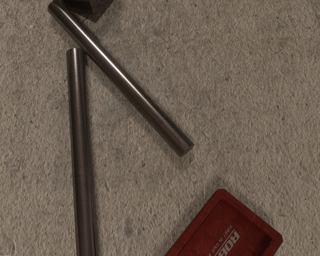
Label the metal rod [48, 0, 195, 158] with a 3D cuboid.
[{"bbox_3d":[-0.063,-0.078,0.435,0.025,0.025,0.300,-39,75,-13],"label":"metal rod"}]

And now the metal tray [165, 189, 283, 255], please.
[{"bbox_3d":[0.064,0.147,0.352,0.090,0.030,0.130,39,74,12],"label":"metal tray"}]

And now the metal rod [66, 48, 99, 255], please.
[{"bbox_3d":[-0.100,0.031,0.395,0.025,0.025,0.299,-8,70,-3],"label":"metal rod"}]

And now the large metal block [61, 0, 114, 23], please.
[{"bbox_3d":[-0.114,-0.222,0.475,0.080,0.050,0.080,28,72,9],"label":"large metal block"}]
